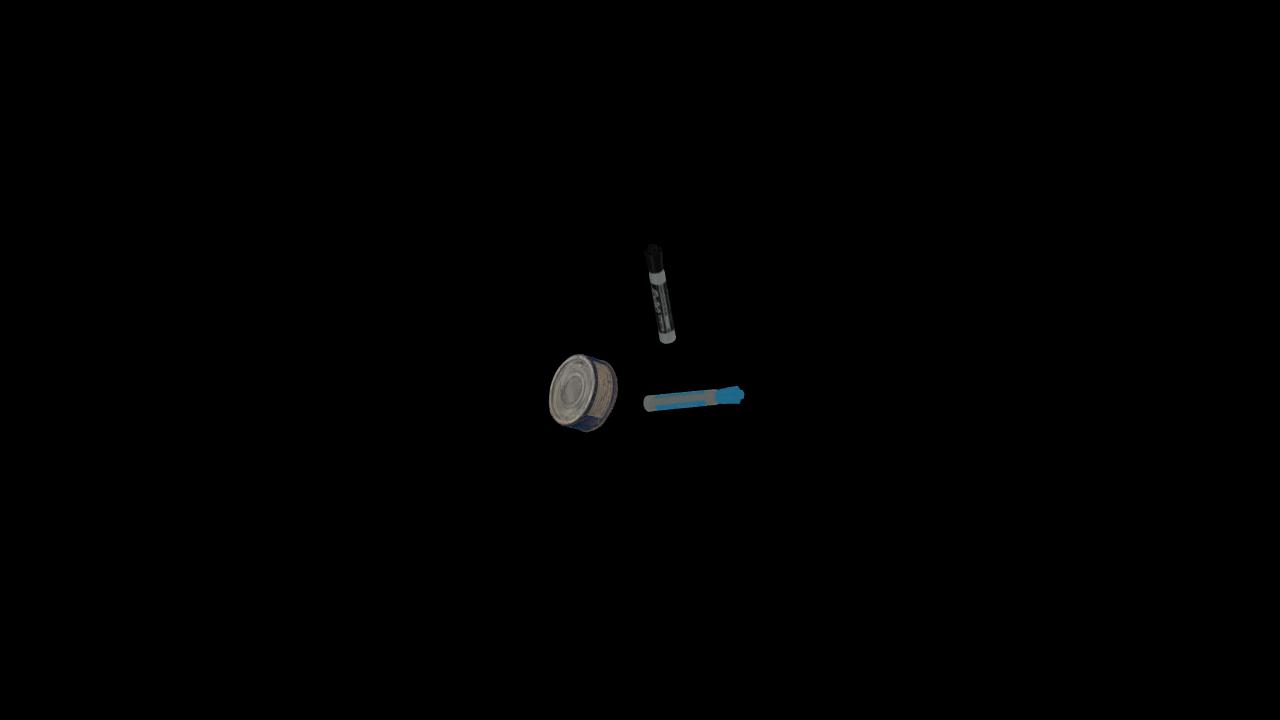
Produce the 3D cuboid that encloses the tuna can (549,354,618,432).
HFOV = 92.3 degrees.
[{"bbox_3d":[-0.066,0.036,0.690,0.034,0.084,0.084,20,-14,-41],"label":"tuna can"}]

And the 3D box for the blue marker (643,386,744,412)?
[{"bbox_3d":[0.058,0.043,0.674,0.121,0.020,0.020,-8,-5,35],"label":"blue marker"}]

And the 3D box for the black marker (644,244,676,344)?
[{"bbox_3d":[0.022,-0.070,0.660,0.020,0.121,0.020,-7,39,6],"label":"black marker"}]
